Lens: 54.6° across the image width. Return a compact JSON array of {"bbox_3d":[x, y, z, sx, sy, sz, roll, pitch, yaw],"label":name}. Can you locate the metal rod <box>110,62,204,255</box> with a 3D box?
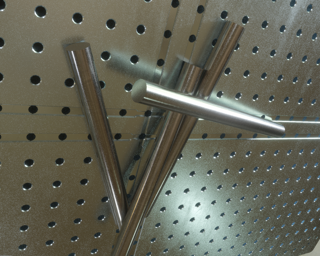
[{"bbox_3d":[-0.010,0.058,0.420,0.025,0.025,0.298,12,106,-33],"label":"metal rod"}]

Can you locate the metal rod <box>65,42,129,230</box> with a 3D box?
[{"bbox_3d":[-0.067,0.039,0.398,0.025,0.025,0.298,-20,126,-17],"label":"metal rod"}]

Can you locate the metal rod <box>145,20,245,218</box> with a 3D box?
[{"bbox_3d":[0.033,0.001,0.428,0.025,0.025,0.298,13,112,-34],"label":"metal rod"}]

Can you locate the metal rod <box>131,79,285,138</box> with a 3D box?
[{"bbox_3d":[0.088,-0.017,0.420,0.302,0.025,0.025,11,113,-42],"label":"metal rod"}]
